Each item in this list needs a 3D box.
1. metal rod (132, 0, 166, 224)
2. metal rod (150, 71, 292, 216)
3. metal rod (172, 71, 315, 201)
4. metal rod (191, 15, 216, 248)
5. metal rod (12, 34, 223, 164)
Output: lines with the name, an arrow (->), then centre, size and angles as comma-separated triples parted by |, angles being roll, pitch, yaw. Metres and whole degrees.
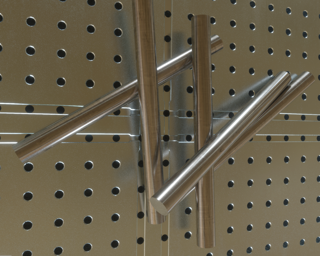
metal rod -> -0.013, -0.024, 0.385 | 0.025, 0.025, 0.298 | -7, 101, -20
metal rod -> 0.097, 0.002, 0.406 | 0.302, 0.025, 0.025 | -39, 104, -33
metal rod -> 0.126, 0.008, 0.461 | 0.301, 0.025, 0.025 | -38, 103, -16
metal rod -> 0.057, 0.005, 0.407 | 0.025, 0.025, 0.298 | -2, 91, -20
metal rod -> -0.040, -0.046, 0.398 | 0.302, 0.025, 0.025 | -32, 101, -18
